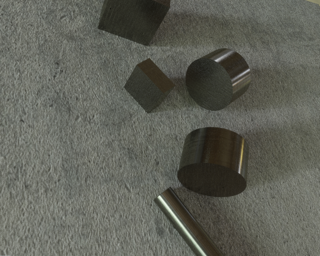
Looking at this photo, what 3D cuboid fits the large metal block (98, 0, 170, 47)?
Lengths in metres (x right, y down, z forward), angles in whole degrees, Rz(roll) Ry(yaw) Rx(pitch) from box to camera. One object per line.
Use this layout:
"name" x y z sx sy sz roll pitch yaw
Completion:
"large metal block" -0.039 -0.178 0.456 0.081 0.080 0.050 15 56 -20

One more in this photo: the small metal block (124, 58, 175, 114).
"small metal block" -0.015 -0.056 0.413 0.050 0.050 0.025 48 51 5

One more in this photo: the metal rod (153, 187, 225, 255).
"metal rod" 0.095 0.191 0.338 0.025 0.025 0.300 -33 80 -38

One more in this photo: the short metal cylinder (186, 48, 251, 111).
"short metal cylinder" 0.085 -0.072 0.458 0.050 0.080 0.080 -34 81 -38

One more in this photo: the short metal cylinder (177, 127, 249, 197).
"short metal cylinder" 0.065 0.043 0.377 0.080 0.080 0.050 25 53 -13
